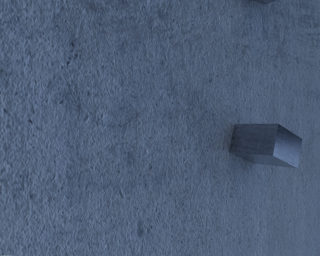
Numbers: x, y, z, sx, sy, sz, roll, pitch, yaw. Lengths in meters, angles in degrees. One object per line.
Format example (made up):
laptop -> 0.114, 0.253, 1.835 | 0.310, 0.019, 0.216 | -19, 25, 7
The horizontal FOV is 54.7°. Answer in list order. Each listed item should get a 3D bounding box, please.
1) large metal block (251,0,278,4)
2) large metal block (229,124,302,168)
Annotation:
large metal block -> 0.193, -0.256, 0.530 | 0.081, 0.080, 0.050 | -7, 95, -40
large metal block -> 0.176, 0.029, 0.516 | 0.080, 0.080, 0.050 | 23, 76, -38
